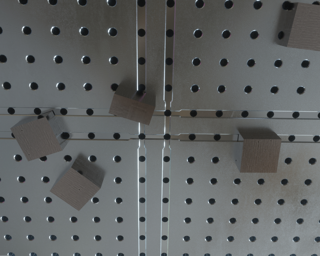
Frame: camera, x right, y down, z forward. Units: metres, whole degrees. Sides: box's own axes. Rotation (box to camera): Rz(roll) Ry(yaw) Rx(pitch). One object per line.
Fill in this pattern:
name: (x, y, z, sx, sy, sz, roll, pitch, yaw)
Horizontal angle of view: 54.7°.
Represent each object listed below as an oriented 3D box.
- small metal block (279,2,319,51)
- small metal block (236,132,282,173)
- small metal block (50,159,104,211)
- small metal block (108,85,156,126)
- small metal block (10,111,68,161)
small metal block: (0.178, -0.121, 0.372, 0.050, 0.025, 0.050, 6, 110, -3)
small metal block: (0.135, 0.034, 0.428, 0.050, 0.025, 0.050, 0, 110, -1)
small metal block: (-0.118, 0.082, 0.442, 0.050, 0.025, 0.050, 40, 105, -14)
small metal block: (-0.033, -0.030, 0.389, 0.050, 0.050, 0.025, 17, 109, -7)
small metal block: (-0.161, 0.011, 0.415, 0.050, 0.025, 0.050, -18, 109, 6)
